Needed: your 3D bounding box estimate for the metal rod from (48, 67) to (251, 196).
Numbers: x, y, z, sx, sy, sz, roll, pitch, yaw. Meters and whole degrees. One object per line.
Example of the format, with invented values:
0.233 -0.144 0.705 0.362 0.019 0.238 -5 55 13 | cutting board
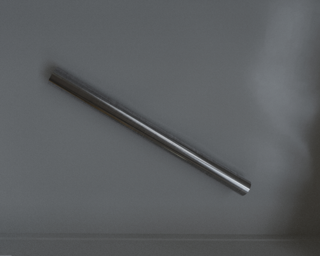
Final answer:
-0.005 0.010 0.413 0.301 0.025 0.025 31 107 -11 | metal rod
